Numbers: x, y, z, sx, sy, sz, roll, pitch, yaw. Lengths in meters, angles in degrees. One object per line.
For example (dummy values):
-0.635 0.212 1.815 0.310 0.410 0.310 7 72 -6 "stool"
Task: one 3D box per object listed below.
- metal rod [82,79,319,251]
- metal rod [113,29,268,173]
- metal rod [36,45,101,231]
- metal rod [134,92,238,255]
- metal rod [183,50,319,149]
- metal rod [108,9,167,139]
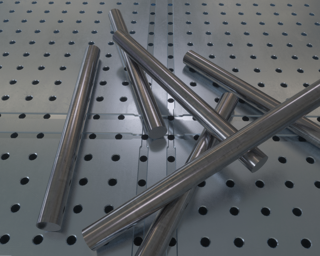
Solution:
0.056 0.035 0.327 0.301 0.025 0.025 -32 56 -5 "metal rod"
0.022 -0.053 0.418 0.025 0.025 0.300 -29 56 -22 "metal rod"
-0.113 -0.012 0.417 0.025 0.025 0.300 1 50 1 "metal rod"
0.031 0.061 0.356 0.025 0.025 0.301 21 53 17 "metal rod"
0.150 -0.033 0.435 0.025 0.025 0.300 -37 59 -26 "metal rod"
-0.044 -0.104 0.495 0.025 0.025 0.300 -13 51 -10 "metal rod"
